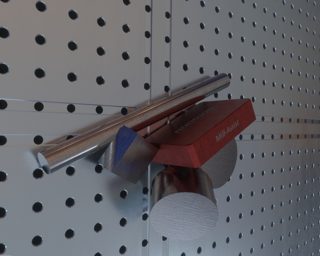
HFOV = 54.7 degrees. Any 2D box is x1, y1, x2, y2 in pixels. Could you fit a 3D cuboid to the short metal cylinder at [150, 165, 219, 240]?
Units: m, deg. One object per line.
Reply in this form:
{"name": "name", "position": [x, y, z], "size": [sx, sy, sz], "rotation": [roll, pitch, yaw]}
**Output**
{"name": "short metal cylinder", "position": [0.028, 0.092, 0.384], "size": [0.080, 0.080, 0.050], "rotation": [55, 17, -26]}

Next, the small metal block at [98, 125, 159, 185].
{"name": "small metal block", "position": [-0.035, 0.032, 0.359], "size": [0.050, 0.025, 0.050], "rotation": [-56, 143, -7]}

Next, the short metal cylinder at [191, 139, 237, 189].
{"name": "short metal cylinder", "position": [0.065, 0.040, 0.436], "size": [0.081, 0.050, 0.079], "rotation": [-11, 106, -42]}

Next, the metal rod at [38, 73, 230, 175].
{"name": "metal rod", "position": [-0.008, -0.020, 0.398], "size": [0.302, 0.025, 0.025], "rotation": [-27, 107, -37]}

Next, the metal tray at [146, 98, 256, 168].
{"name": "metal tray", "position": [0.053, 0.002, 0.406], "size": [0.131, 0.090, 0.030], "rotation": [-33, 111, -35]}
